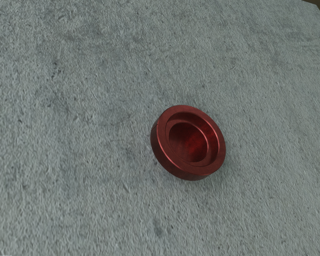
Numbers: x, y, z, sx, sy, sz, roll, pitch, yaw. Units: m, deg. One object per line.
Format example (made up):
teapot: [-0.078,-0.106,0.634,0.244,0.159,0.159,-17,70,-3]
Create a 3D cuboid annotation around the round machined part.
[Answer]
round machined part: [0.032,0.022,0.400,0.099,0.042,0.098,14,56,-21]
